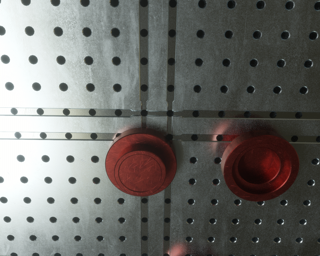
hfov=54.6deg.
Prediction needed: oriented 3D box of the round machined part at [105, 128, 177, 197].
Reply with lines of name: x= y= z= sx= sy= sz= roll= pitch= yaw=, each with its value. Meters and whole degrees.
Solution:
round machined part: x=-0.026 y=0.052 z=0.423 sx=0.099 sy=0.042 sz=0.097 roll=0 pitch=110 yaw=0

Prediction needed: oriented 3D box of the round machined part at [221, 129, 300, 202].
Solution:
round machined part: x=0.132 y=0.047 z=0.423 sx=0.099 sy=0.042 sz=0.097 roll=0 pitch=110 yaw=0
